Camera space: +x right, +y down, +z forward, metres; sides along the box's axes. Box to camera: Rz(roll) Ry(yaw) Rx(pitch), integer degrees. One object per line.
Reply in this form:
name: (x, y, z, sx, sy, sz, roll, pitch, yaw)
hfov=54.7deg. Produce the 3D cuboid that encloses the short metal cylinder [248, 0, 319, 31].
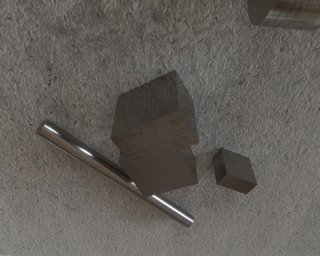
short metal cylinder: (0.114, -0.127, 0.265, 0.050, 0.080, 0.079, 4, 130, -4)

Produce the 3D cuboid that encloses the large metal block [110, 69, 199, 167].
large metal block: (-0.005, -0.012, 0.361, 0.080, 0.080, 0.050, -22, 127, 17)

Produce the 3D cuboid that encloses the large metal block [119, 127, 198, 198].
large metal block: (0.000, 0.044, 0.428, 0.080, 0.050, 0.080, -18, 128, 14)

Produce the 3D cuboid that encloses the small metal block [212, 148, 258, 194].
small metal block: (0.106, 0.061, 0.444, 0.050, 0.050, 0.025, 21, 127, -17)

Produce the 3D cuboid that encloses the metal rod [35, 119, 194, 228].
metal rod: (-0.053, 0.082, 0.475, 0.025, 0.025, 0.301, -35, 122, 26)
